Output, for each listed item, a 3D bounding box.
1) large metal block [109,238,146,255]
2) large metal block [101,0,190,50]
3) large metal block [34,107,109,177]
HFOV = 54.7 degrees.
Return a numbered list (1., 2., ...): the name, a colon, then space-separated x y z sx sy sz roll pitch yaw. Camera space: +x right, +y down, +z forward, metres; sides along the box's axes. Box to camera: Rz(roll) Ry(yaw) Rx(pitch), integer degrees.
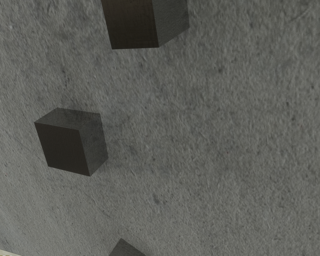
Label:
1. large metal block: -0.067 0.270 0.591 0.080 0.050 0.079 33 129 6
2. large metal block: -0.013 -0.127 0.298 0.050 0.080 0.079 5 121 25
3. large metal block: -0.132 0.020 0.470 0.080 0.050 0.079 9 122 23
